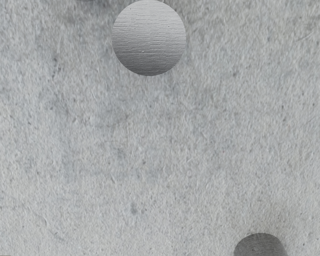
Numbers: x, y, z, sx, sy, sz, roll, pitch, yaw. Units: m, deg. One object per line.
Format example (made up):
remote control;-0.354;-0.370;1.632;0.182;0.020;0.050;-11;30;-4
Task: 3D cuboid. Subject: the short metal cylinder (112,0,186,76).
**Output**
short metal cylinder;-0.012;-0.104;0.358;0.081;0.050;0.079;0;110;-1

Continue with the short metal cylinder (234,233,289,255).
short metal cylinder;0.159;0.211;0.477;0.081;0.050;0.079;0;110;-1
